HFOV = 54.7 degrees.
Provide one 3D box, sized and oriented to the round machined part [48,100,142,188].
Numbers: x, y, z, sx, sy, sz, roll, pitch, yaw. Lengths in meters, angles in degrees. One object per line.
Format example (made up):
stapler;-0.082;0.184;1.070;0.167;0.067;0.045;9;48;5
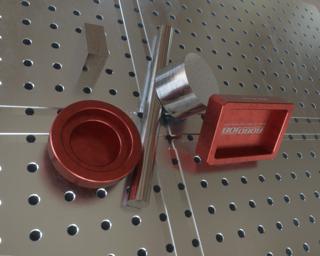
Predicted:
round machined part;-0.074;0.021;0.346;0.099;0.042;0.098;14;56;-21

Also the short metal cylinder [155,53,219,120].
short metal cylinder;0.039;-0.057;0.432;0.080;0.050;0.080;27;52;-41

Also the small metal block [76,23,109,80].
small metal block;-0.090;-0.099;0.405;0.025;0.050;0.050;2;61;-28

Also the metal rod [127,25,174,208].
metal rod;-0.007;-0.038;0.428;0.025;0.025;0.300;20;54;-17

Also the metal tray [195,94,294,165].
metal tray;0.119;0.002;0.432;0.131;0.089;0.030;-1;25;-29
